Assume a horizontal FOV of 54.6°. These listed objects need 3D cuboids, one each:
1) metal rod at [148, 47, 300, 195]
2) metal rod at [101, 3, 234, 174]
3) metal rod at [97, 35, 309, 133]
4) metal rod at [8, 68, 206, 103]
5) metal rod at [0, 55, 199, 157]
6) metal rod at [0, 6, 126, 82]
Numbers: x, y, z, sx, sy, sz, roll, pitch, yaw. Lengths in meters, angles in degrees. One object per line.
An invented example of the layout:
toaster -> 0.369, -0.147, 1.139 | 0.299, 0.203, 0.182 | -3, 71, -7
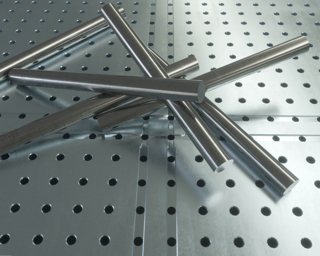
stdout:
metal rod -> 0.064, -0.027, 0.430 | 0.025, 0.025, 0.300 | -28, 56, -21
metal rod -> -0.005, -0.069, 0.405 | 0.025, 0.025, 0.299 | -24, 61, -19
metal rod -> 0.060, -0.061, 0.422 | 0.301, 0.025, 0.025 | -22, 53, -4
metal rod -> -0.087, -0.060, 0.409 | 0.300, 0.025, 0.025 | 8, 49, 26
metal rod -> -0.083, -0.032, 0.415 | 0.302, 0.025, 0.025 | -25, 54, -13
metal rod -> -0.179, -0.138, 0.522 | 0.025, 0.025, 0.302 | 37, 59, 27
